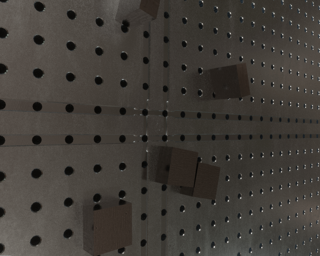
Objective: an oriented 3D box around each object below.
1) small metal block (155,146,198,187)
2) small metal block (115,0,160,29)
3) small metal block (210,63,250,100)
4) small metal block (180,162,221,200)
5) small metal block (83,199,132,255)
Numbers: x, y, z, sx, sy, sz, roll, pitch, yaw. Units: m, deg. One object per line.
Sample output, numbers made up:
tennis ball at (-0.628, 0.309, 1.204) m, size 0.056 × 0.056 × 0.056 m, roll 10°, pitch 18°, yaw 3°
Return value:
small metal block at (0.024, 0.054, 0.432) m, size 0.050 × 0.025 × 0.050 m, roll 15°, pitch 81°, yaw -39°
small metal block at (-0.025, -0.154, 0.373) m, size 0.025 × 0.050 × 0.050 m, roll 19°, pitch 78°, yaw -39°
small metal block at (0.110, -0.073, 0.488) m, size 0.025 × 0.050 × 0.050 m, roll -18°, pitch 102°, yaw -39°
small metal block at (0.061, 0.078, 0.463) m, size 0.050 × 0.025 × 0.050 m, roll 19°, pitch 78°, yaw -39°
small metal block at (-0.061, 0.114, 0.360) m, size 0.050 × 0.025 × 0.050 m, roll -1°, pitch 91°, yaw -40°
